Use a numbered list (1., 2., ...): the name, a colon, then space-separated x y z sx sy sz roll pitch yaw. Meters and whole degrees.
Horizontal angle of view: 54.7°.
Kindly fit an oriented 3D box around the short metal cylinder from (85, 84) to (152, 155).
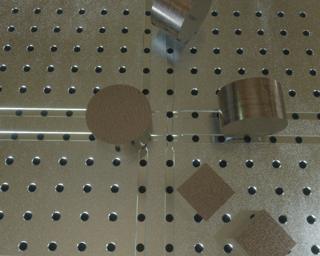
1. short metal cylinder: -0.050 -0.010 0.401 0.081 0.050 0.080 0 70 0

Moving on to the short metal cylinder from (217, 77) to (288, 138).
1. short metal cylinder: 0.115 -0.023 0.392 0.081 0.080 0.050 -1 70 -1

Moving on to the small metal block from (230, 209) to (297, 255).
1. small metal block: 0.120 0.133 0.364 0.050 0.025 0.050 -39 75 -13

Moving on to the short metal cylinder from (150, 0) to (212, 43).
1. short metal cylinder: 0.031 -0.170 0.445 0.050 0.080 0.080 37 74 12

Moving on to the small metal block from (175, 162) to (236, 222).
1. small metal block: 0.055 0.080 0.383 0.050 0.025 0.050 -41 75 -14
